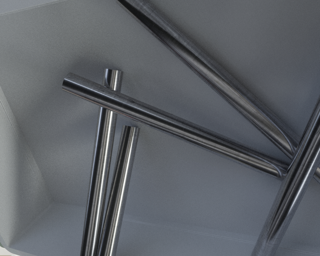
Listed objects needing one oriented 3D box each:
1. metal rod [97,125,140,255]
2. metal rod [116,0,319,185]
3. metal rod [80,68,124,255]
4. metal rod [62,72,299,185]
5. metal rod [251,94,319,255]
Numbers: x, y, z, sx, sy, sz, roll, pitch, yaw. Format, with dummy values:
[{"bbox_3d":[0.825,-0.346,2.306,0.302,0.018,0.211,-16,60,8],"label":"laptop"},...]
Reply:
[{"bbox_3d":[-0.068,0.144,0.431,0.025,0.025,0.298,11,90,22],"label":"metal rod"},{"bbox_3d":[0.073,-0.046,0.341,0.300,0.025,0.025,42,129,-1],"label":"metal rod"},{"bbox_3d":[-0.083,0.071,0.421,0.025,0.025,0.298,13,100,21],"label":"metal rod"},{"bbox_3d":[0.025,0.001,0.369,0.301,0.025,0.025,23,127,4],"label":"metal rod"},{"bbox_3d":[0.147,0.048,0.326,0.025,0.025,0.298,19,124,17],"label":"metal rod"}]
